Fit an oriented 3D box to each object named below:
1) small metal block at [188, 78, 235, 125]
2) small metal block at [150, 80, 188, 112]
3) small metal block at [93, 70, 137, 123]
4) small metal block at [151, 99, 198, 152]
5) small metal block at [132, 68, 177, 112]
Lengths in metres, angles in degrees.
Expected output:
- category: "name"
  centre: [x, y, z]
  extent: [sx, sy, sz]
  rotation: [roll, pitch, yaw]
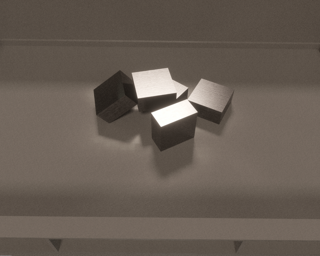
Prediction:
- category: "small metal block"
  centre: [0.071, -0.038, 0.438]
  extent: [0.050, 0.025, 0.050]
  rotation: [22, 53, 17]
- category: "small metal block"
  centre: [0.005, -0.046, 0.444]
  extent: [0.050, 0.025, 0.050]
  rotation: [31, 56, 23]
- category: "small metal block"
  centre: [-0.062, -0.043, 0.424]
  extent: [0.050, 0.025, 0.050]
  rotation: [-32, 48, 20]
- category: "small metal block"
  centre: [0.017, -0.003, 0.391]
  extent: [0.050, 0.050, 0.025]
  rotation: [-22, 54, -18]
- category: "small metal block"
  centre: [-0.008, -0.052, 0.416]
  extent: [0.050, 0.025, 0.050]
  rotation: [-9, 51, -8]
